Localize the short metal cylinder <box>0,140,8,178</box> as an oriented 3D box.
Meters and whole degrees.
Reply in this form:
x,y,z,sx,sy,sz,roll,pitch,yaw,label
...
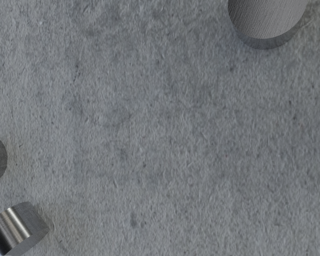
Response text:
x,y,z,sx,sy,sz,roll,pitch,yaw,label
-0.297,0.052,0.498,0.080,0.050,0.079,0,90,19,short metal cylinder

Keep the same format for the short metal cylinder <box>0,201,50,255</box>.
x,y,z,sx,sy,sz,roll,pitch,yaw,label
-0.212,0.154,0.452,0.080,0.080,0.050,-45,76,14,short metal cylinder

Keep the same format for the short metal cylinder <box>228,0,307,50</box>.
x,y,z,sx,sy,sz,roll,pitch,yaw,label
0.121,-0.135,0.353,0.080,0.050,0.079,0,90,19,short metal cylinder
